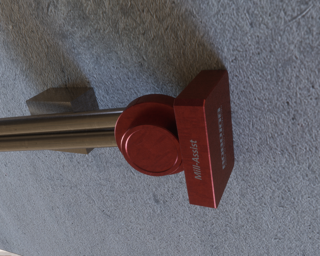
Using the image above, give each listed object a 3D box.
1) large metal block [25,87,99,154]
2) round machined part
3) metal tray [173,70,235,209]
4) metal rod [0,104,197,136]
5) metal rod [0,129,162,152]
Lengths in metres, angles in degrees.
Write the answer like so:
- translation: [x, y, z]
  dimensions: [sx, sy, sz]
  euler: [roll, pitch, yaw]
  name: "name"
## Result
- translation: [-0.133, -0.012, 0.448]
  dimensions: [0.080, 0.050, 0.079]
  euler: [3, 120, 26]
  name: "large metal block"
- translation: [-0.004, 0.015, 0.344]
  dimensions: [0.098, 0.042, 0.097]
  euler: [7, 122, 11]
  name: "round machined part"
- translation: [0.054, 0.011, 0.343]
  dimensions: [0.030, 0.090, 0.129]
  euler: [4, 120, 26]
  name: "metal tray"
- translation: [-0.091, -0.010, 0.390]
  dimensions: [0.301, 0.025, 0.025]
  euler: [-4, 117, 15]
  name: "metal rod"
- translation: [-0.087, 0.014, 0.403]
  dimensions: [0.301, 0.025, 0.025]
  euler: [-3, 118, 15]
  name: "metal rod"
